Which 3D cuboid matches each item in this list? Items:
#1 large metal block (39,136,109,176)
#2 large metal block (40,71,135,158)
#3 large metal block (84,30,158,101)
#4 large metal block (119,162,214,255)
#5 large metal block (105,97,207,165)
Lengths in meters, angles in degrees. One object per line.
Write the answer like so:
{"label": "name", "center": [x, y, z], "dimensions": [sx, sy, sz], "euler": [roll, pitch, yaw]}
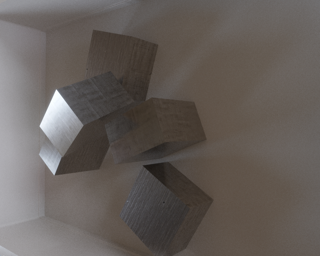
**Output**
{"label": "large metal block", "center": [-0.124, 0.021, 0.470], "dimensions": [0.050, 0.081, 0.079], "euler": [41, 115, 32]}
{"label": "large metal block", "center": [-0.092, -0.018, 0.387], "dimensions": [0.050, 0.081, 0.080], "euler": [52, 136, 7]}
{"label": "large metal block", "center": [-0.057, -0.088, 0.435], "dimensions": [0.080, 0.050, 0.079], "euler": [22, 104, 37]}
{"label": "large metal block", "center": [0.006, 0.100, 0.384], "dimensions": [0.080, 0.050, 0.079], "euler": [38, 113, 33]}
{"label": "large metal block", "center": [-0.005, 0.005, 0.373], "dimensions": [0.080, 0.081, 0.050], "euler": [-26, 74, 37]}
